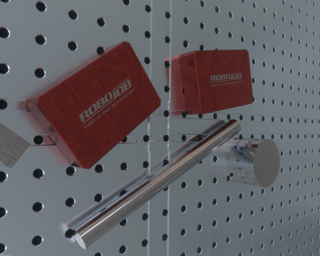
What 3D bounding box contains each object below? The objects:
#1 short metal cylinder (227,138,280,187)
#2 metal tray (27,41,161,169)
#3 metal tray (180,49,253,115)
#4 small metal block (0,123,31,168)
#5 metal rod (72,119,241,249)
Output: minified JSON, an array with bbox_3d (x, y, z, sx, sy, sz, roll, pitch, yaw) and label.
[{"bbox_3d":[0.160,0.057,0.528,0.081,0.050,0.079,0,90,-40],"label":"short metal cylinder"},{"bbox_3d":[-0.066,-0.028,0.351,0.131,0.030,0.090,-44,117,-31],"label":"metal tray"},{"bbox_3d":[0.093,-0.074,0.484,0.131,0.030,0.089,-13,98,-39],"label":"metal tray"},{"bbox_3d":[-0.149,0.008,0.268,0.050,0.050,0.025,45,63,-31],"label":"small metal block"},{"bbox_3d":[0.018,0.059,0.424,0.302,0.025,0.025,-30,109,-36],"label":"metal rod"}]
